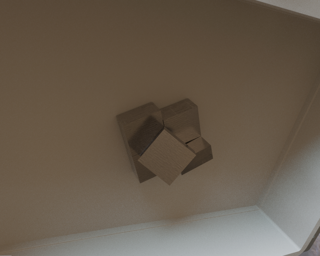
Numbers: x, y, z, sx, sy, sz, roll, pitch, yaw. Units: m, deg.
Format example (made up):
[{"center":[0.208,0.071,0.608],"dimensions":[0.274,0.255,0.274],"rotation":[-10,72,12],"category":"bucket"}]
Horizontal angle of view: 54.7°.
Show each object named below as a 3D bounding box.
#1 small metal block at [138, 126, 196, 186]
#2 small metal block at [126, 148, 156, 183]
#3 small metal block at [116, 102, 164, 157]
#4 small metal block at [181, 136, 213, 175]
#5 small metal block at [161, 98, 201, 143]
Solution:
[{"center":[0.009,0.034,0.386],"dimensions":[0.050,0.025,0.050],"rotation":[39,97,-5],"category":"small metal block"},{"center":[-0.014,0.041,0.426],"dimensions":[0.050,0.025,0.050],"rotation":[-23,127,-15],"category":"small metal block"},{"center":[-0.023,0.001,0.397],"dimensions":[0.050,0.025,0.050],"rotation":[-23,127,-15],"category":"small metal block"},{"center":[0.038,0.031,0.432],"dimensions":[0.050,0.050,0.025],"rotation":[-26,128,-14],"category":"small metal block"},{"center":[0.025,-0.005,0.419],"dimensions":[0.050,0.025,0.050],"rotation":[-23,127,-15],"category":"small metal block"}]
